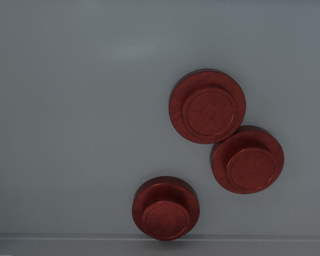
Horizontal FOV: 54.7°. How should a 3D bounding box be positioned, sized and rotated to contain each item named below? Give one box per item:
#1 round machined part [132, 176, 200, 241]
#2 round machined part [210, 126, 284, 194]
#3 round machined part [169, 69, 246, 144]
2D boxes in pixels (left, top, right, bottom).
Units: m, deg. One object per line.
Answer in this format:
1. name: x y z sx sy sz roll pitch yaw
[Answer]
1. round machined part: 0.008 0.123 0.447 0.099 0.042 0.097 0 110 0
2. round machined part: 0.120 0.049 0.421 0.099 0.042 0.097 0 110 0
3. round machined part: 0.060 -0.024 0.394 0.099 0.042 0.097 0 110 0
